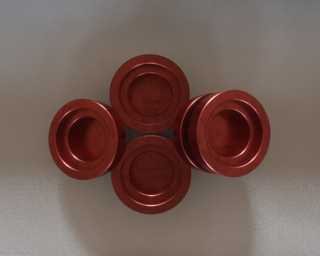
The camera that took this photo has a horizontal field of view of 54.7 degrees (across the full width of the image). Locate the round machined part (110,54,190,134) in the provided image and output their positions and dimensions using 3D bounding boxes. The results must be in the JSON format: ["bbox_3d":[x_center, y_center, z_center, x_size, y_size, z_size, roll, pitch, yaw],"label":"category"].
[{"bbox_3d":[-0.013,-0.042,0.400,0.099,0.042,0.097,0,90,0],"label":"round machined part"}]

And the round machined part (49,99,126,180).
[{"bbox_3d":[-0.087,0.014,0.390,0.098,0.042,0.097,0,90,20],"label":"round machined part"}]

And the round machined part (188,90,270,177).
[{"bbox_3d":[0.076,0.006,0.363,0.099,0.042,0.097,0,90,-22],"label":"round machined part"}]

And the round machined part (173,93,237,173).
[{"bbox_3d":[0.061,0.006,0.391,0.099,0.042,0.097,0,89,-22],"label":"round machined part"}]

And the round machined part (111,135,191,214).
[{"bbox_3d":[-0.011,0.057,0.400,0.099,0.042,0.097,0,90,0],"label":"round machined part"}]
